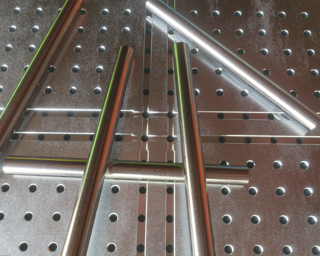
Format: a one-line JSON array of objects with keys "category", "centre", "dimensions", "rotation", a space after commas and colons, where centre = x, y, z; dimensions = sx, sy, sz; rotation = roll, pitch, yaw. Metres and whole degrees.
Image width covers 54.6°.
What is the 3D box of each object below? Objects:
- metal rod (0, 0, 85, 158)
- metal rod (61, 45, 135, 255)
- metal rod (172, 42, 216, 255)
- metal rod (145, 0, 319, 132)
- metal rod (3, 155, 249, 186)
[{"category": "metal rod", "centre": [-0.180, -0.069, 0.436], "dimensions": [0.025, 0.025, 0.300], "rotation": [18, 71, 6]}, {"category": "metal rod", "centre": [-0.070, 0.018, 0.381], "dimensions": [0.025, 0.025, 0.300], "rotation": [8, 61, 3]}, {"category": "metal rod", "centre": [0.038, 0.014, 0.384], "dimensions": [0.025, 0.025, 0.299], "rotation": [-3, 62, -1]}, {"category": "metal rod", "centre": [0.097, -0.100, 0.448], "dimensions": [0.300, 0.025, 0.025], "rotation": [41, 75, 13]}, {"category": "metal rod", "centre": [-0.042, 0.053, 0.392], "dimensions": [0.302, 0.025, 0.025], "rotation": [3, 70, 1]}]
